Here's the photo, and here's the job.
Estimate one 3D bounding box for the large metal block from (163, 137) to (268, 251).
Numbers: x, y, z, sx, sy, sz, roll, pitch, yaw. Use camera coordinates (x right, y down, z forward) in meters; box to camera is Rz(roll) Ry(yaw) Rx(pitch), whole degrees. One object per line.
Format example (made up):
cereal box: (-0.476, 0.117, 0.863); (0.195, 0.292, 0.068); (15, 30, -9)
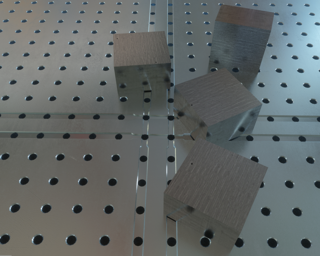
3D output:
large metal block: (0.059, 0.068, 0.334); (0.080, 0.050, 0.080); (24, 54, 19)

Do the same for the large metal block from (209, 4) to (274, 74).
large metal block: (0.127, -0.140, 0.490); (0.080, 0.080, 0.050); (14, 52, 11)

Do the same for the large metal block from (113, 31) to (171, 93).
large metal block: (-0.028, -0.103, 0.478); (0.080, 0.050, 0.080); (-5, 50, -4)

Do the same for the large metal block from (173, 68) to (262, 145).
large metal block: (0.073, -0.027, 0.415); (0.081, 0.050, 0.080); (-22, 53, -17)
